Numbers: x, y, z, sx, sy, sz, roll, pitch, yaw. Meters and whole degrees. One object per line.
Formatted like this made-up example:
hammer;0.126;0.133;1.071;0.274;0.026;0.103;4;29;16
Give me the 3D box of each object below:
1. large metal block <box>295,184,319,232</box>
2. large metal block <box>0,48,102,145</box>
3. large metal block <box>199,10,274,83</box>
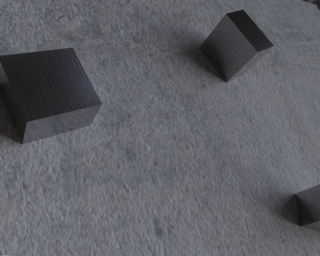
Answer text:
large metal block;0.257;0.115;0.440;0.081;0.080;0.050;19;54;-17
large metal block;-0.124;-0.038;0.345;0.081;0.050;0.080;-19;72;-35
large metal block;0.127;-0.137;0.523;0.050;0.080;0.080;-27;77;-37
